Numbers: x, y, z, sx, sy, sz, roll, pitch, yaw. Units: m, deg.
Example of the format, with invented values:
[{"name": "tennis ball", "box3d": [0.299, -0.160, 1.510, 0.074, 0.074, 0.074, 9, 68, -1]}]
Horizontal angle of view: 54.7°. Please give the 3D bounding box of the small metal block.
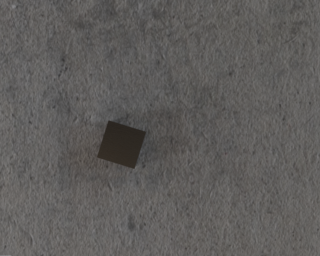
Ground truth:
[{"name": "small metal block", "box3d": [-0.049, 0.021, 0.409, 0.050, 0.025, 0.050, 17, 90, -1]}]
